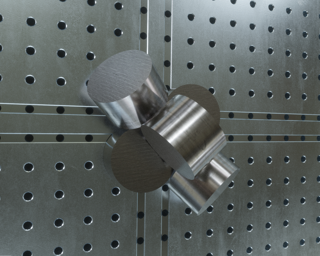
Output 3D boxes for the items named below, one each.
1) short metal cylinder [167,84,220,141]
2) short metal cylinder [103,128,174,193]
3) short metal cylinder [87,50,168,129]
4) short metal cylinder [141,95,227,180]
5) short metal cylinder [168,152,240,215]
[{"bbox_3d":[0.032,-0.016,0.411,0.081,0.050,0.079,0,90,-21],"label":"short metal cylinder"},{"bbox_3d":[-0.027,0.037,0.390,0.081,0.050,0.079,0,90,-21],"label":"short metal cylinder"},{"bbox_3d":[-0.037,-0.045,0.363,0.080,0.080,0.050,-48,139,-14],"label":"short metal cylinder"},{"bbox_3d":[0.025,0.010,0.339,0.050,0.080,0.080,-43,104,-15],"label":"short metal cylinder"},{"bbox_3d":[0.057,0.065,0.398,0.080,0.080,0.050,-42,68,-15],"label":"short metal cylinder"}]
